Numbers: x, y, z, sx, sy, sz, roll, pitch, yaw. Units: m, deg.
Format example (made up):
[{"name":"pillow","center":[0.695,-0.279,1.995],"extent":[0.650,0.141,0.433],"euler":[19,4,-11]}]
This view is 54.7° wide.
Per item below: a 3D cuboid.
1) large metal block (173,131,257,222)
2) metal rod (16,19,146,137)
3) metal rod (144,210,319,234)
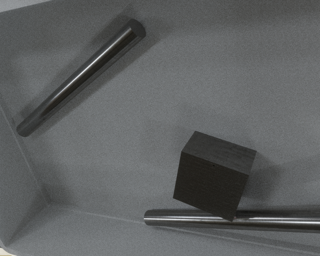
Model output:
[{"name":"large metal block","center":[0.068,0.060,0.393],"extent":[0.080,0.050,0.079],"euler":[19,126,17]},{"name":"metal rod","center":[-0.129,-0.054,0.440],"extent":[0.299,0.025,0.025],"euler":[-29,102,37]},{"name":"metal rod","center":[0.094,0.122,0.411],"extent":[0.300,0.025,0.025],"euler":[-13,112,40]}]
